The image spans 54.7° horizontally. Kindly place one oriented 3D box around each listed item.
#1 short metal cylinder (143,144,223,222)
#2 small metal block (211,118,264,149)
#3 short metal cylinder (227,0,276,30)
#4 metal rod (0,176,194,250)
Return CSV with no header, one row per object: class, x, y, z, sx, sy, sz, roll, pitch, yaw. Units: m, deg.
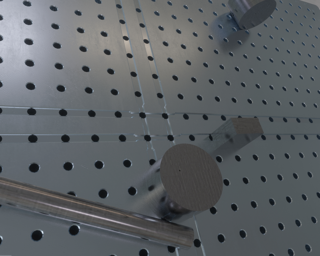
short metal cylinder,0.026,0.065,0.367,0.081,0.050,0.080,13,56,-21
small metal block,0.111,0.008,0.447,0.050,0.050,0.025,-1,62,-29
short metal cylinder,0.184,-0.245,0.622,0.081,0.080,0.050,-12,68,-33
metal rod,-0.104,0.075,0.306,0.302,0.025,0.025,20,54,-17
